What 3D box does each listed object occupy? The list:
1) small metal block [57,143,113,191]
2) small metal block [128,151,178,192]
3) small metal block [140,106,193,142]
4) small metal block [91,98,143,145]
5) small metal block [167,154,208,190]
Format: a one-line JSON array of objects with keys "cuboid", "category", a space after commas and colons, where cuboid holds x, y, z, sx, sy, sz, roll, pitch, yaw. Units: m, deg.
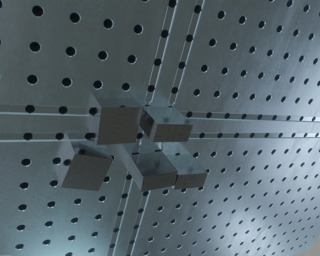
[{"cuboid": [-0.095, 0.050, 0.392, 0.050, 0.025, 0.050, 14, 111, -35], "category": "small metal block"}, {"cuboid": [-0.011, 0.058, 0.427, 0.050, 0.050, 0.025, -5, 121, -26], "category": "small metal block"}, {"cuboid": [0.006, -0.005, 0.396, 0.050, 0.050, 0.025, 1, 118, -29], "category": "small metal block"}, {"cuboid": [-0.053, -0.008, 0.378, 0.050, 0.025, 0.050, -2, 120, -28], "category": "small metal block"}, {"cuboid": [0.033, 0.063, 0.454, 0.050, 0.050, 0.025, 1, 118, -29], "category": "small metal block"}]
